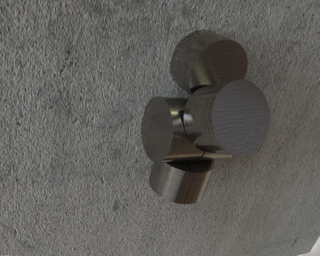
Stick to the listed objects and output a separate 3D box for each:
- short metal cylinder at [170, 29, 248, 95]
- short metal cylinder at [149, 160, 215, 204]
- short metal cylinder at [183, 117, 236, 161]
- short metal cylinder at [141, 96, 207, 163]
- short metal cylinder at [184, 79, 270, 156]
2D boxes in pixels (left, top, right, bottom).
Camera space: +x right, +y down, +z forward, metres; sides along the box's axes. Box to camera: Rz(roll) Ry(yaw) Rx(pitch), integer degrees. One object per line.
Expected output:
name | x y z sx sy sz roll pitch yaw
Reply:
short metal cylinder | 0.059 -0.075 0.381 0.081 0.050 0.079 -14 125 -21
short metal cylinder | 0.029 0.059 0.427 0.081 0.080 0.050 0 118 -29
short metal cylinder | 0.063 0.003 0.410 0.050 0.080 0.079 1 118 -28
short metal cylinder | 0.017 0.002 0.385 0.050 0.080 0.079 1 118 -29
short metal cylinder | 0.074 -0.010 0.342 0.081 0.050 0.079 0 90 -29
